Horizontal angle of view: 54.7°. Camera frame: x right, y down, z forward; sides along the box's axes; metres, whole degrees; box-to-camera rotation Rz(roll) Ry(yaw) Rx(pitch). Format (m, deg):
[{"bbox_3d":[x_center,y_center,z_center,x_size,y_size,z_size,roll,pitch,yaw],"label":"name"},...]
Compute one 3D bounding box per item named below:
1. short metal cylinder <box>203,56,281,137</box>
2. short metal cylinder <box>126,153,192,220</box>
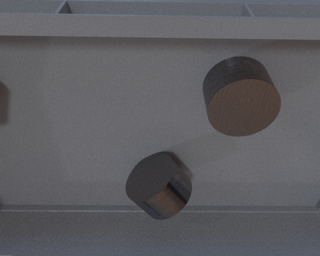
[{"bbox_3d":[0.093,-0.036,0.363,0.081,0.050,0.079,0,130,0],"label":"short metal cylinder"},{"bbox_3d":[-0.002,0.083,0.443,0.080,0.080,0.050,-26,125,20],"label":"short metal cylinder"}]
